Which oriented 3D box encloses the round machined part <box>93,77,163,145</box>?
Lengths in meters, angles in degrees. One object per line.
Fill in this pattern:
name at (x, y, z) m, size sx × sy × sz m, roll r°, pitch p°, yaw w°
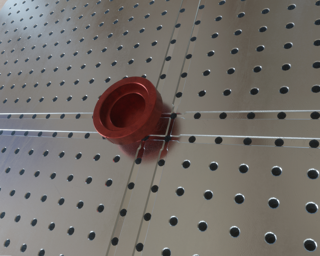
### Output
round machined part at (-0.040, -0.020, 0.432) m, size 0.098 × 0.042 × 0.098 m, roll -13°, pitch 56°, yaw 21°
